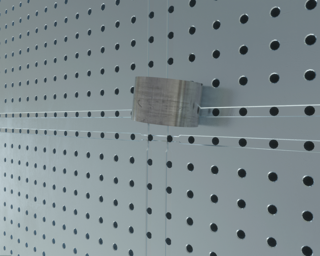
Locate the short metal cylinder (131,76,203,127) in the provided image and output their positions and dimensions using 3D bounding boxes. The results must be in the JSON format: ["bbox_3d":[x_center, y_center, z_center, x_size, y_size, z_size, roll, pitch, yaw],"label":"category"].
[{"bbox_3d":[0.008,-0.031,0.368,0.080,0.081,0.050,11,97,39],"label":"short metal cylinder"}]
